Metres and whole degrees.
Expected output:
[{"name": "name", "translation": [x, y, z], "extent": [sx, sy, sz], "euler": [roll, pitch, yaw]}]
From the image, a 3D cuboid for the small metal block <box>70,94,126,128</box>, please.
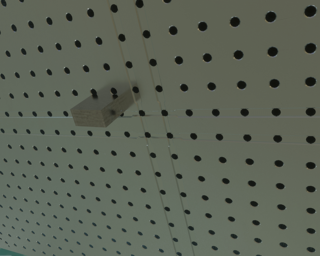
[{"name": "small metal block", "translation": [-0.084, -0.024, 0.422], "extent": [0.050, 0.050, 0.025], "euler": [3, 120, 26]}]
